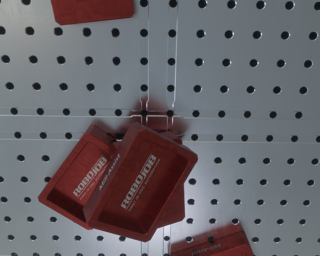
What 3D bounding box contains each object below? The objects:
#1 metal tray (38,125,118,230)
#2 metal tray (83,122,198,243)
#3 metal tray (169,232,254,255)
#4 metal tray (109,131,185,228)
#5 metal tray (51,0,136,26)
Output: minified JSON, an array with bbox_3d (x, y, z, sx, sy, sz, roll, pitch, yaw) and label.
[{"bbox_3d":[-0.097,0.072,0.436,0.090,0.030,0.130,36,106,-12],"label":"metal tray"},{"bbox_3d":[-0.023,0.069,0.379,0.090,0.030,0.130,27,95,-29],"label":"metal tray"},{"bbox_3d":[0.089,0.227,0.494,0.130,0.030,0.090,-21,109,7],"label":"metal tray"},{"bbox_3d":[-0.014,0.076,0.421,0.091,0.030,0.129,-11,112,-20],"label":"metal tray"},{"bbox_3d":[-0.080,-0.186,0.342,0.090,0.030,0.129,-6,110,2],"label":"metal tray"}]
